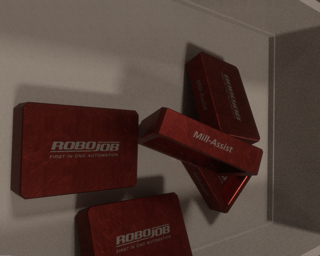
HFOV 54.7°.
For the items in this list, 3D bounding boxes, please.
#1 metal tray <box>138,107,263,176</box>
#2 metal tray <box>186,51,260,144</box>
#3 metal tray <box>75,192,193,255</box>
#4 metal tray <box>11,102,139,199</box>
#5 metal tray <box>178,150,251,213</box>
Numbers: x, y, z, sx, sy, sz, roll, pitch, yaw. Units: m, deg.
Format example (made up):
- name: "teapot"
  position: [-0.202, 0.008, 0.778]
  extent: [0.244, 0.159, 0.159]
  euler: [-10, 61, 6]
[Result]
- name: "metal tray"
  position: [0.043, 0.022, 0.373]
  extent: [0.131, 0.090, 0.030]
  euler: [23, 75, -14]
- name: "metal tray"
  position: [0.091, -0.039, 0.449]
  extent: [0.091, 0.030, 0.130]
  euler: [10, 59, -40]
- name: "metal tray"
  position: [-0.026, 0.130, 0.363]
  extent: [0.131, 0.030, 0.090]
  euler: [1, 68, -40]
- name: "metal tray"
  position: [-0.085, 0.022, 0.333]
  extent: [0.131, 0.030, 0.089]
  euler: [2, 89, -40]
- name: "metal tray"
  position: [0.088, 0.055, 0.479]
  extent: [0.090, 0.030, 0.130]
  euler: [-46, 118, -30]
